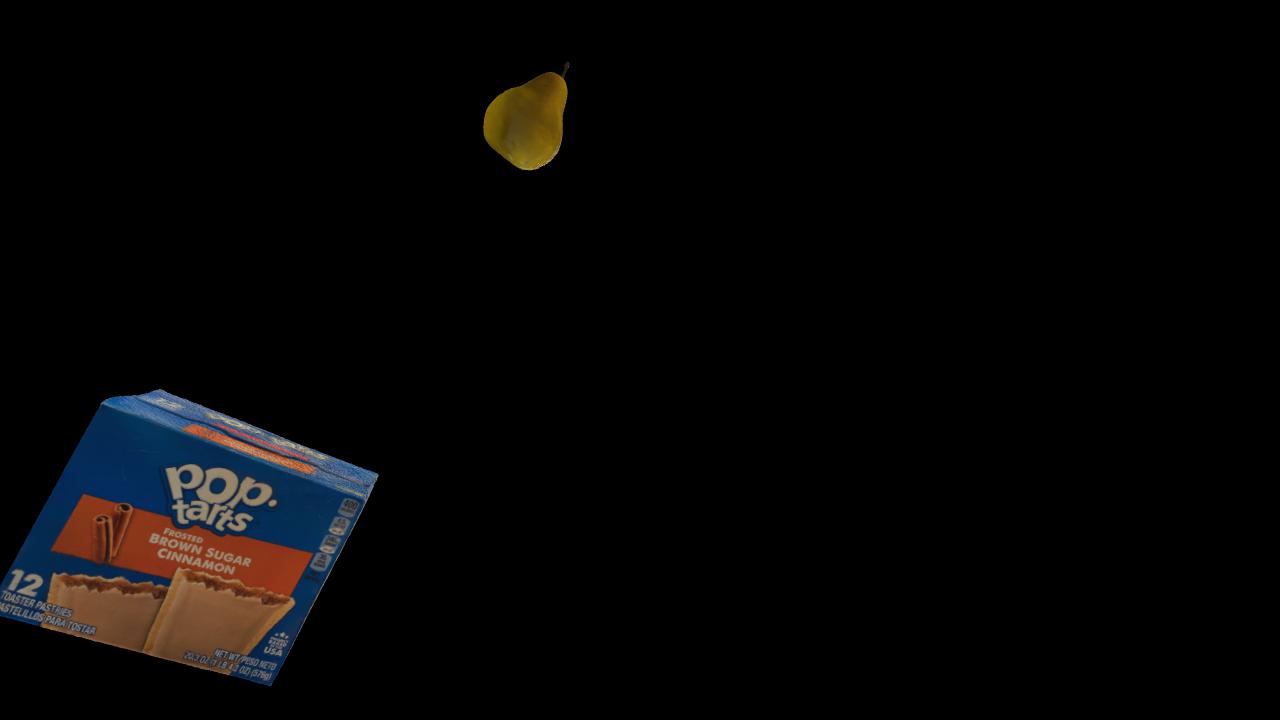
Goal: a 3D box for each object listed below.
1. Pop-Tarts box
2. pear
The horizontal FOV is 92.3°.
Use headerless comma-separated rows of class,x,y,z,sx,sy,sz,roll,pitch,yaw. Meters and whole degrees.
Pop-Tarts box,-0.299,0.120,0.429,0.167,0.141,0.083,28,-5,-19
pear,-0.097,-0.238,0.589,0.080,0.111,0.080,38,8,-6
